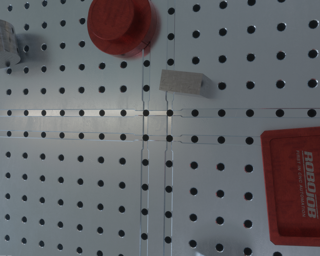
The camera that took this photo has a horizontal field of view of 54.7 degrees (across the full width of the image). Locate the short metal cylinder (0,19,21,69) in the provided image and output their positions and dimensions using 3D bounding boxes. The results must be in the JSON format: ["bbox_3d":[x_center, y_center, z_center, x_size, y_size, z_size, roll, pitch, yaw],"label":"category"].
[{"bbox_3d":[-0.263,-0.127,0.476,0.080,0.080,0.050,-14,85,19],"label":"short metal cylinder"}]

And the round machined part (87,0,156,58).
[{"bbox_3d":[-0.058,-0.149,0.424,0.098,0.042,0.097,0,90,20],"label":"round machined part"}]

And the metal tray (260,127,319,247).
[{"bbox_3d":[0.167,0.064,0.350,0.090,0.030,0.129,-5,88,19],"label":"metal tray"}]

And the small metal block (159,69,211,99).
[{"bbox_3d":[0.033,-0.054,0.388,0.050,0.050,0.025,10,94,19],"label":"small metal block"}]
